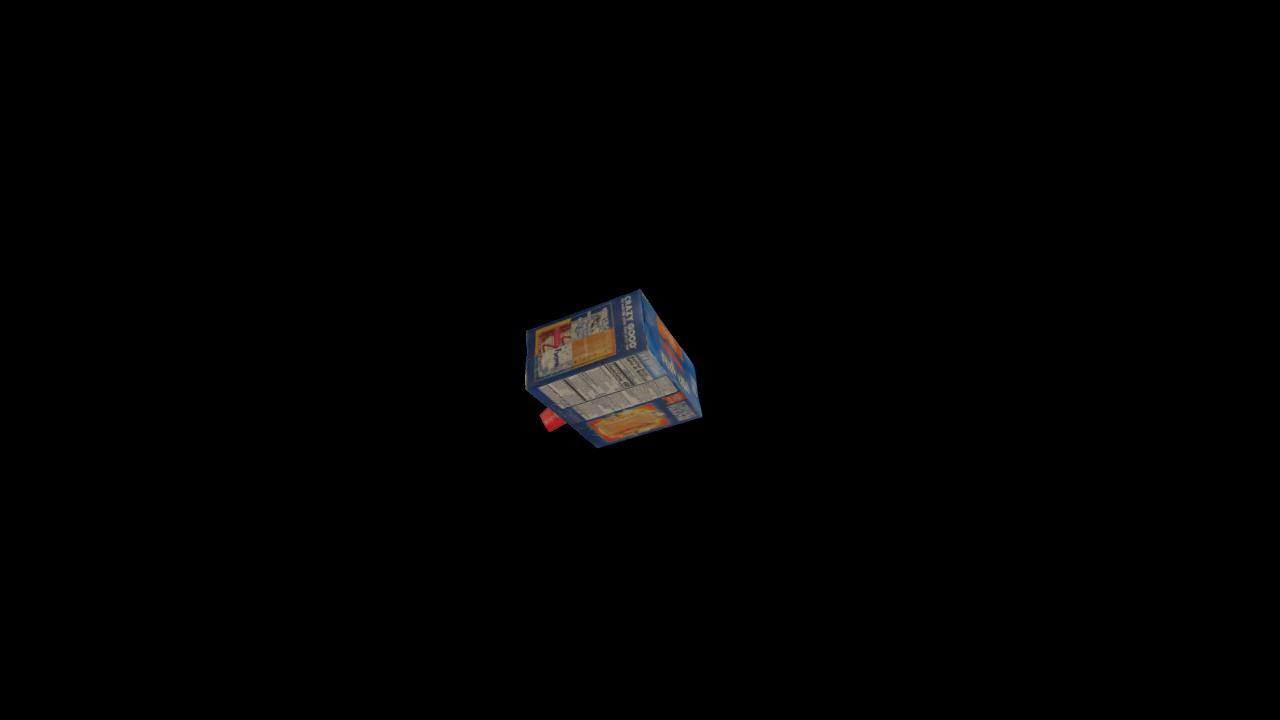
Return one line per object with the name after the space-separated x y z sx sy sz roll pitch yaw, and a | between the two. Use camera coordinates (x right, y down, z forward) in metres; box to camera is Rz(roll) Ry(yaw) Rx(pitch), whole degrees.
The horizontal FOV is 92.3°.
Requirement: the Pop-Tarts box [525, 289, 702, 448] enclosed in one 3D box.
-0.026 0.017 0.695 0.141 0.083 0.167 -18 -35 17 | Pop-Tarts box

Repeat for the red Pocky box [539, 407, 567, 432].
-0.043 0.038 0.753 0.155 0.028 0.083 -25 -6 -29 | red Pocky box
